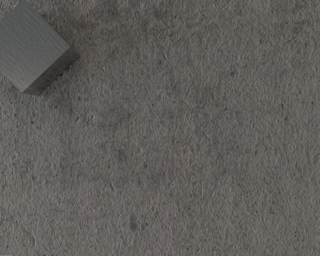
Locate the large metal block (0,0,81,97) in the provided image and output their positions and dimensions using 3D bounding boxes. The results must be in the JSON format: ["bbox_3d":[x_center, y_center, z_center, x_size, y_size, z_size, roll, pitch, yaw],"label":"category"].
[{"bbox_3d":[-0.164,-0.099,0.396,0.080,0.050,0.080,-44,90,0],"label":"large metal block"}]
